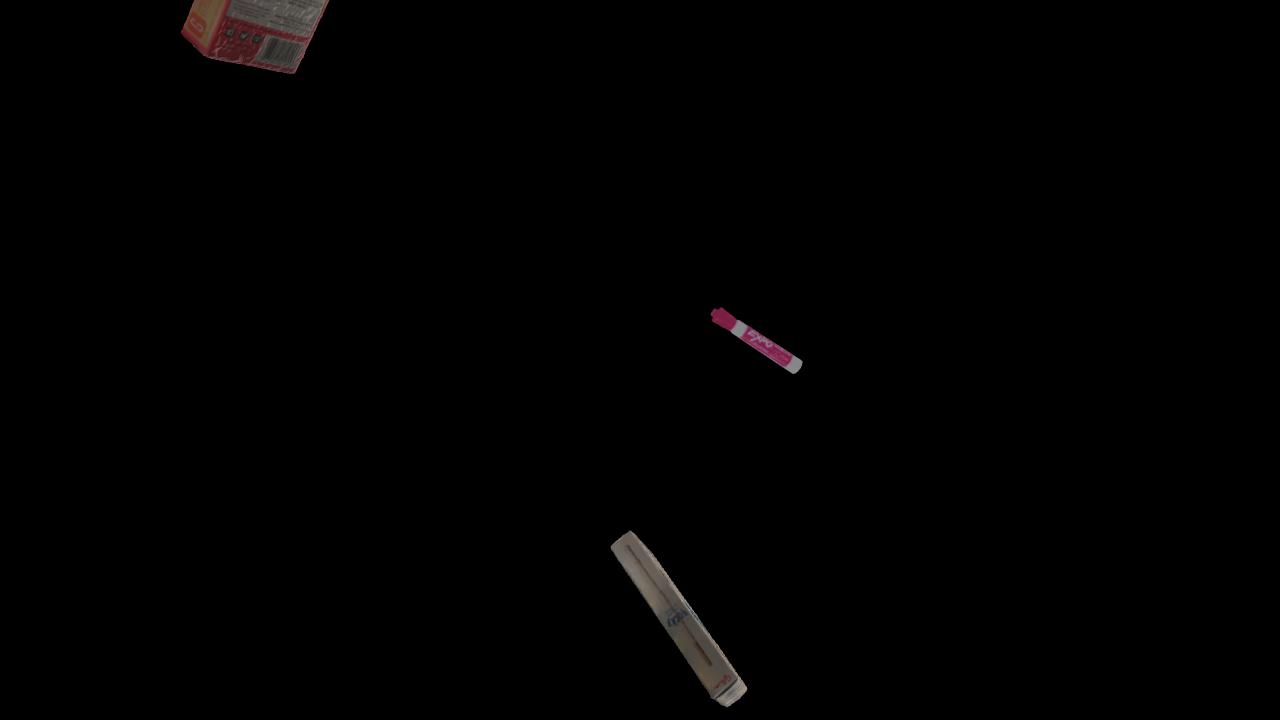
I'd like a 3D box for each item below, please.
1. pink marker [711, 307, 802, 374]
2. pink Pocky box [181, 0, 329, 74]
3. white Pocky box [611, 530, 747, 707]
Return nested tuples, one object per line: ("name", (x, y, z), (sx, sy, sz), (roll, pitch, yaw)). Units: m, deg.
("pink marker", (0.131, -0.023, 0.697), (0.121, 0.020, 0.020), (32, -7, -11))
("pink Pocky box", (-0.261, -0.288, 0.448), (0.029, 0.155, 0.084), (43, 23, 0))
("white Pocky box", (0.034, 0.229, 0.548), (0.028, 0.154, 0.084), (-36, -35, -8))
